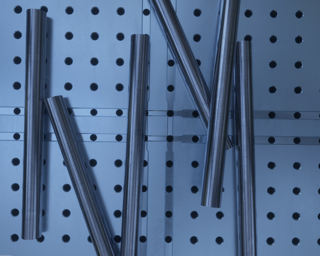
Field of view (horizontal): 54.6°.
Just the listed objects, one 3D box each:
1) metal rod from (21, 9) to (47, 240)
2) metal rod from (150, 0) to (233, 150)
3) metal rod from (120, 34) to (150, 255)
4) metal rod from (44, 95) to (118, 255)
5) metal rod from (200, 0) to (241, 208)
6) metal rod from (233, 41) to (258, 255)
[{"bbox_3d":[-0.167,-0.005,0.412,0.025,0.025,0.298,1,90,0],"label":"metal rod"},{"bbox_3d":[0.027,-0.108,0.413,0.025,0.025,0.299,-23,90,0],"label":"metal rod"},{"bbox_3d":[-0.034,0.027,0.413,0.025,0.025,0.298,3,90,0],"label":"metal rod"},{"bbox_3d":[-0.094,0.102,0.412,0.025,0.025,0.299,-19,90,0],"label":"metal rod"},{"bbox_3d":[0.079,-0.053,0.393,0.025,0.025,0.299,7,82,0],"label":"metal rod"},{"bbox_3d":[0.114,0.036,0.414,0.025,0.025,0.298,-2,90,0],"label":"metal rod"}]
